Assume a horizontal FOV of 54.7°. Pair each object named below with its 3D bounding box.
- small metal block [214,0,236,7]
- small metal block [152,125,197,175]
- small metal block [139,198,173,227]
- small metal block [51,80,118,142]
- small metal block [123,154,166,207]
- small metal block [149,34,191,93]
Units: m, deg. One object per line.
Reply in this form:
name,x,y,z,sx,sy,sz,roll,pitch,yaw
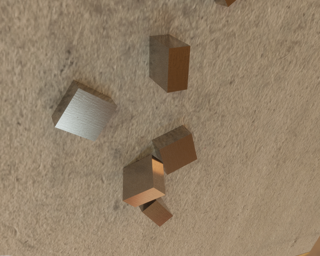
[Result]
small metal block,0.078,-0.173,0.344,0.050,0.025,0.050,-41,130,-1
small metal block,0.021,0.031,0.440,0.050,0.025,0.050,-26,128,-13
small metal block,-0.013,0.109,0.452,0.025,0.050,0.050,-40,130,-2
small metal block,-0.085,-0.019,0.350,0.050,0.025,0.050,26,104,-37
small metal block,-0.022,0.071,0.413,0.050,0.050,0.025,-28,134,24
small metal block,0.009,-0.074,0.351,0.025,0.050,0.050,-13,124,-22
